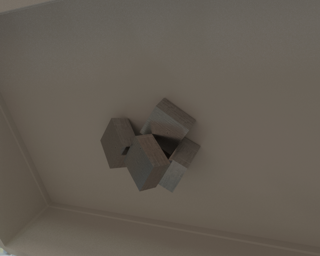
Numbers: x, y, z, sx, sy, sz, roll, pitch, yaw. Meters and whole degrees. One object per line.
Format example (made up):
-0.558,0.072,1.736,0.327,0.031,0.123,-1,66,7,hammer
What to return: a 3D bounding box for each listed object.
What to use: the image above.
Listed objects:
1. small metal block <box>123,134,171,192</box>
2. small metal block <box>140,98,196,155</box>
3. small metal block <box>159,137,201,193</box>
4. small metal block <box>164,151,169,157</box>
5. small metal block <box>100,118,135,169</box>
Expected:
-0.018,0.044,0.394,0.050,0.025,0.050,57,137,32,small metal block
0.009,-0.002,0.399,0.050,0.025,0.050,36,129,3,small metal block
0.024,0.048,0.406,0.025,0.050,0.050,31,128,8,small metal block
-0.014,0.039,0.437,0.050,0.025,0.050,36,129,3,small metal block
-0.057,0.021,0.432,0.050,0.025,0.050,-57,47,39,small metal block
